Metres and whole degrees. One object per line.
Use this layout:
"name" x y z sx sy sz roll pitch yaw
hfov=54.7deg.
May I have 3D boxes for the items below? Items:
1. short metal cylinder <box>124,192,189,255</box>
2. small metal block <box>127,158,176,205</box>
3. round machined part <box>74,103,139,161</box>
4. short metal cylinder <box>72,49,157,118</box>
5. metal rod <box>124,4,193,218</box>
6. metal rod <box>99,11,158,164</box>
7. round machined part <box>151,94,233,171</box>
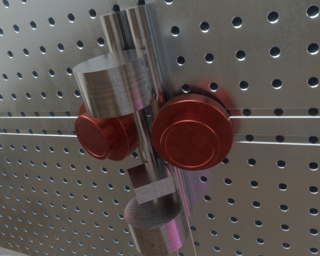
"short metal cylinder" -0.004 0.129 0.430 0.080 0.080 0.050 1 119 28
"small metal block" -0.013 0.070 0.415 0.050 0.050 0.025 -17 116 -10
"round machined part" -0.080 0.005 0.430 0.098 0.042 0.097 24 132 30
"short metal cylinder" -0.048 -0.051 0.341 0.080 0.080 0.050 1 119 28
"metal rod" 0.005 -0.003 0.406 0.025 0.025 0.298 1 119 28
"metal rod" -0.026 -0.002 0.423 0.025 0.025 0.298 1 119 28
"round machined part" 0.037 0.012 0.371 0.098 0.042 0.097 4 118 9
